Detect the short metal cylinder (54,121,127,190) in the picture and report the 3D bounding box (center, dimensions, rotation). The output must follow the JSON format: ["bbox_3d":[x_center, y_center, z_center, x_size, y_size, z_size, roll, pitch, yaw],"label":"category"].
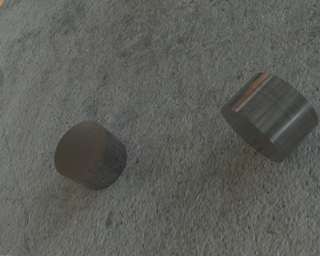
[{"bbox_3d":[-0.092,0.037,0.414,0.080,0.050,0.080,-13,56,21],"label":"short metal cylinder"}]

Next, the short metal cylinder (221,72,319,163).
[{"bbox_3d":[0.110,-0.010,0.317,0.050,0.080,0.080,-45,51,-3],"label":"short metal cylinder"}]
